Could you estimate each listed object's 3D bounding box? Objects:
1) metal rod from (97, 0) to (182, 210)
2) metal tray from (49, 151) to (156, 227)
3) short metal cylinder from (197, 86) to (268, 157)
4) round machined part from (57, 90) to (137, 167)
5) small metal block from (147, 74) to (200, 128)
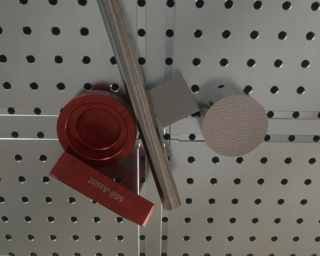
[{"bbox_3d":[-0.026,-0.038,0.377,0.025,0.025,0.298,-16,101,5],"label":"metal rod"},{"bbox_3d":[-0.079,0.081,0.407,0.130,0.090,0.030,34,71,-12],"label":"metal tray"},{"bbox_3d":[0.091,-0.010,0.398,0.081,0.050,0.079,0,110,-1],"label":"short metal cylinder"},{"bbox_3d":[-0.078,-0.002,0.403,0.099,0.042,0.097,0,110,-1],"label":"round machined part"},{"bbox_3d":[0.017,-0.034,0.394,0.050,0.025,0.050,-26,91,9],"label":"small metal block"}]
